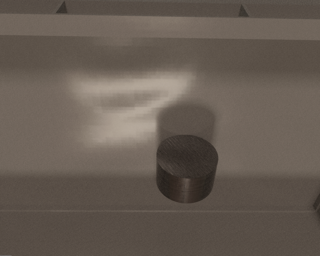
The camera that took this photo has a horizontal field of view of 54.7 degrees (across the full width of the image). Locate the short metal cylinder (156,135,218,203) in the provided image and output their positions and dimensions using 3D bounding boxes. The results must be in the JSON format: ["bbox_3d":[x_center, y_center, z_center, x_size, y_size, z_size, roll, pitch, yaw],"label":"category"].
[{"bbox_3d":[0.035,0.054,0.420,0.081,0.080,0.050,0,130,-1],"label":"short metal cylinder"}]
